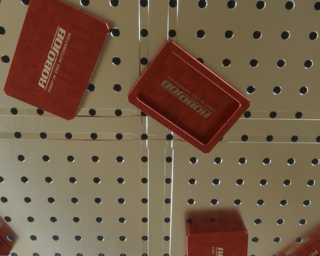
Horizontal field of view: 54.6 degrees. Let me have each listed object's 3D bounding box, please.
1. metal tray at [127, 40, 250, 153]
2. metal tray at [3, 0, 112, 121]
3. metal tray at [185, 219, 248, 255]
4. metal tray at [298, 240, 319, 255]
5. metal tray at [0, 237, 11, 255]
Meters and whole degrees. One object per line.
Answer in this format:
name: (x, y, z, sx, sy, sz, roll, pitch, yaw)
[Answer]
metal tray: (0.036, -0.038, 0.396, 0.130, 0.030, 0.090, 34, 106, -12)
metal tray: (-0.125, -0.085, 0.379, 0.090, 0.030, 0.129, 24, 108, -9)
metal tray: (0.088, 0.208, 0.488, 0.090, 0.030, 0.129, -3, 110, 1)
metal tray: (0.261, 0.237, 0.500, 0.090, 0.030, 0.130, 43, 104, -14)
metal tray: (-0.307, 0.169, 0.470, 0.090, 0.030, 0.130, -27, 108, 9)
